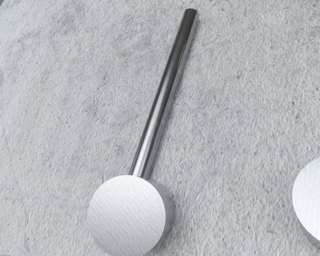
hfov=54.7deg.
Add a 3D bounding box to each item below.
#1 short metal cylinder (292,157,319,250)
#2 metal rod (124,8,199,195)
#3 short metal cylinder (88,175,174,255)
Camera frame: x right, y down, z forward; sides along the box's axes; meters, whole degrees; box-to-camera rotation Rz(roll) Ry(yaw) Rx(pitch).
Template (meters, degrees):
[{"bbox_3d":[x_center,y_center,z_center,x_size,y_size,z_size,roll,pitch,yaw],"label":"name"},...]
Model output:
[{"bbox_3d":[0.158,0.068,0.263,0.080,0.050,0.080,-13,56,21],"label":"short metal cylinder"},{"bbox_3d":[0.007,-0.047,0.428,0.025,0.025,0.300,4,63,30],"label":"metal rod"},{"bbox_3d":[-0.029,0.091,0.329,0.080,0.050,0.080,-2,79,12],"label":"short metal cylinder"}]
